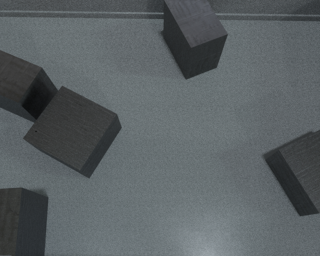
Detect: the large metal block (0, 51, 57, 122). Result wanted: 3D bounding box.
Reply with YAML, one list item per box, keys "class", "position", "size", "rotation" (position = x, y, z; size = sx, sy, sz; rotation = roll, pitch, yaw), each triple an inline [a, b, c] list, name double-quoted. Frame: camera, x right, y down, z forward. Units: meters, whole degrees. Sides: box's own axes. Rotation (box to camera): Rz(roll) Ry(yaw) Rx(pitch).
- class: "large metal block"
  position: [-0.185, -0.052, 0.398]
  size: [0.080, 0.080, 0.050]
  rotation: [23, 72, 8]

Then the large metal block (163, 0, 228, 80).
- class: "large metal block"
  position: [0.044, -0.127, 0.427]
  size: [0.050, 0.080, 0.080]
  rotation: [-23, 72, -8]

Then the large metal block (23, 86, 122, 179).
- class: "large metal block"
  position: [-0.107, 0.006, 0.393]
  size: [0.080, 0.050, 0.080]
  rotation: [27, 72, 9]

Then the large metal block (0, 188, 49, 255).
- class: "large metal block"
  position: [-0.163, 0.113, 0.338]
  size: [0.050, 0.080, 0.080]
  rotation: [-3, 70, -1]

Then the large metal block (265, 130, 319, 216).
- class: "large metal block"
  position: [0.193, 0.051, 0.379]
  size: [0.080, 0.050, 0.080]
  rotation: [-24, 72, -9]
